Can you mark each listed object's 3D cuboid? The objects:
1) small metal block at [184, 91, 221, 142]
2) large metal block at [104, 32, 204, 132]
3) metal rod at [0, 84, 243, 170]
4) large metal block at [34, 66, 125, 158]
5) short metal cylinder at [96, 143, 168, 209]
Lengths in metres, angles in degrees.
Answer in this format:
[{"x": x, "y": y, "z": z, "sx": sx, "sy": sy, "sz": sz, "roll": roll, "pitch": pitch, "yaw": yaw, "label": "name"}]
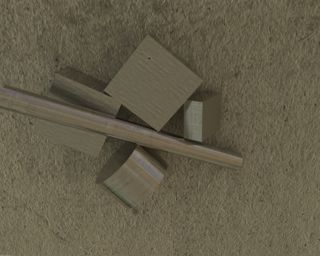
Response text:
[{"x": 0.054, "y": -0.016, "z": 0.390, "sx": 0.025, "sy": 0.050, "sz": 0.050, "roll": 12, "pitch": 115, "yaw": 34, "label": "small metal block"}, {"x": -0.007, "y": -0.057, "z": 0.374, "sx": 0.080, "sy": 0.050, "sz": 0.080, "roll": 38, "pitch": 106, "yaw": -13, "label": "large metal block"}, {"x": -0.026, "y": 0.007, "z": 0.370, "sx": 0.302, "sy": 0.025, "sz": 0.025, "roll": 16, "pitch": 110, "yaw": -24, "label": "metal rod"}, {"x": -0.097, "y": -0.021, "z": 0.389, "sx": 0.080, "sy": 0.050, "sz": 0.080, "roll": 24, "pitch": 108, "yaw": -9, "label": "large metal block"}, {"x": -0.037, "y": 0.056, "z": 0.401, "sx": 0.080, "sy": 0.080, "sz": 0.050, "roll": -42, "pitch": 105, "yaw": 14, "label": "short metal cylinder"}]
